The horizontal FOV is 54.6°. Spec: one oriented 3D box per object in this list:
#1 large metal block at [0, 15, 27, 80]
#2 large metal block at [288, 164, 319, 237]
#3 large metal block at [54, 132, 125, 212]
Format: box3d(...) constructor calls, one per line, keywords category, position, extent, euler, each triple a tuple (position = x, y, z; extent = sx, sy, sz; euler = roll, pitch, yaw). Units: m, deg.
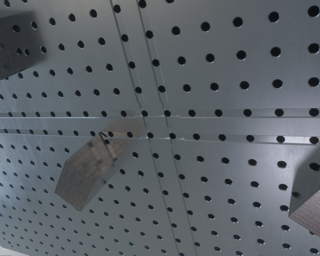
box3d(category="large metal block", position=(-0.255, -0.121, 0.456), extent=(0.080, 0.050, 0.080), euler=(10, 123, 23))
box3d(category="large metal block", position=(0.202, 0.082, 0.339), extent=(0.080, 0.050, 0.080), euler=(32, 129, 7))
box3d(category="large metal block", position=(-0.107, 0.067, 0.474), extent=(0.050, 0.080, 0.080), euler=(35, 129, 5))
